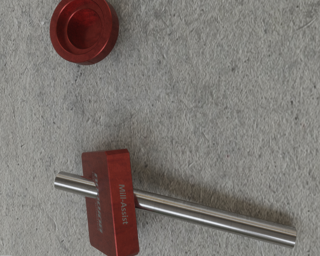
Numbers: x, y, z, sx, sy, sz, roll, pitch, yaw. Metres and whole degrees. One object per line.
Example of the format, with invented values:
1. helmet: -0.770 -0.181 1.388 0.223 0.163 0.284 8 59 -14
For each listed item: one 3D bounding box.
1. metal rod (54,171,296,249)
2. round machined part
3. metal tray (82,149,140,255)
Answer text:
1. metal rod: 0.009 0.098 0.387 0.301 0.025 0.025 11 94 12
2. round machined part: -0.101 -0.136 0.436 0.098 0.042 0.097 0 90 20
3. metal tray: -0.068 0.094 0.404 0.090 0.030 0.129 -9 86 56
